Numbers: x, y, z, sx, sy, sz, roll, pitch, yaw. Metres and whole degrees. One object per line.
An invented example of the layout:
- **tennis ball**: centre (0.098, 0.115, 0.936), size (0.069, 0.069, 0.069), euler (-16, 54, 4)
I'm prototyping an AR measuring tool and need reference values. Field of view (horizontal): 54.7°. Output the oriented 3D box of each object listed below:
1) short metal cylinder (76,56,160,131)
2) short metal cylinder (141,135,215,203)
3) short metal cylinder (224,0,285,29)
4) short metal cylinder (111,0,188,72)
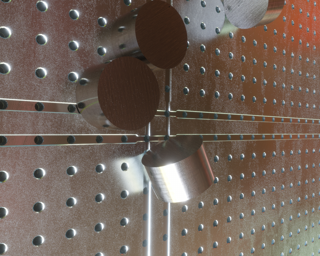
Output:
- **short metal cylinder**: centre (-0.047, -0.037, 0.353), size (0.081, 0.050, 0.079), euler (-1, 91, -40)
- **short metal cylinder**: centre (0.023, 0.050, 0.393), size (0.081, 0.080, 0.050), euler (-34, 111, -35)
- **short metal cylinder**: centre (0.151, -0.204, 0.499), size (0.050, 0.080, 0.080), euler (-23, 105, -38)
- **short metal cylinder**: centre (-0.012, -0.109, 0.382), size (0.081, 0.050, 0.079), euler (0, 90, -40)
